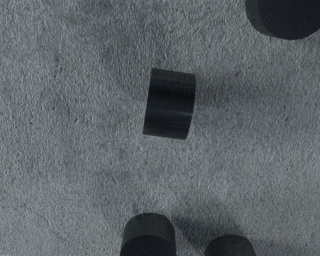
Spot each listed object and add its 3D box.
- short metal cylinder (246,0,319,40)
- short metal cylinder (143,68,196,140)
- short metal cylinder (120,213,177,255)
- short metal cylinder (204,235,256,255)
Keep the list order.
[{"bbox_3d":[0.142,-0.141,0.345,0.081,0.050,0.079,0,110,0],"label":"short metal cylinder"},{"bbox_3d":[0.010,-0.028,0.370,0.050,0.080,0.079,8,110,-3],"label":"short metal cylinder"},{"bbox_3d":[-0.017,0.175,0.461,0.081,0.050,0.079,0,110,0],"label":"short metal cylinder"},{"bbox_3d":[0.112,0.213,0.476,0.081,0.050,0.079,0,110,0],"label":"short metal cylinder"}]
